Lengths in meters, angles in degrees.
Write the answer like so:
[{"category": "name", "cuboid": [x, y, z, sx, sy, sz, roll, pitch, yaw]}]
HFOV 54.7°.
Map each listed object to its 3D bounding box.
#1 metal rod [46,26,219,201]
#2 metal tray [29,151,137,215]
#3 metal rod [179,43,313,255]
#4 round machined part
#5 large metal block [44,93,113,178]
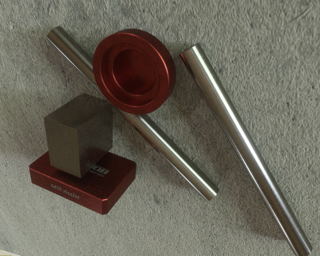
[{"category": "metal rod", "cuboid": [-0.033, -0.016, 0.412, 0.300, 0.025, 0.025, 46, 129, -5]}, {"category": "metal tray", "cuboid": [-0.113, 0.066, 0.462, 0.130, 0.090, 0.030, 19, 126, 16]}, {"category": "metal rod", "cuboid": [0.109, 0.037, 0.371, 0.025, 0.025, 0.299, -22, 107, 36]}, {"category": "round machined part", "cuboid": [-0.026, -0.068, 0.366, 0.098, 0.042, 0.097, 13, 124, 20]}, {"category": "large metal block", "cuboid": [-0.109, 0.008, 0.432, 0.050, 0.080, 0.079, 18, 125, 17]}]
